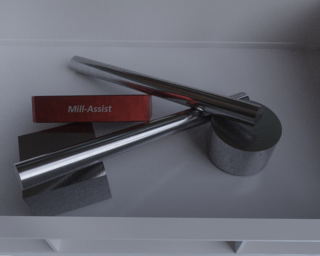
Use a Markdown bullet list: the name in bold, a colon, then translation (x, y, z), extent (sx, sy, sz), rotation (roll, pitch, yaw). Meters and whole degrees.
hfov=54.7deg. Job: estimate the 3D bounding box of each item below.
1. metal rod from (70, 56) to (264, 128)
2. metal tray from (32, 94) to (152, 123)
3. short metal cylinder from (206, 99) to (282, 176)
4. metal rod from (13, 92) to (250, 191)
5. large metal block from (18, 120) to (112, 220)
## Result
- **metal rod**: translation (-0.013, -0.057, 0.413), extent (0.300, 0.025, 0.025), rotation (21, 52, 31)
- **metal tray**: translation (-0.077, -0.026, 0.385), extent (0.131, 0.030, 0.090), rotation (-1, 6, 1)
- **short metal cylinder**: translation (0.100, 0.011, 0.378), extent (0.081, 0.050, 0.080), rotation (0, 50, 0)
- **metal rod**: translation (-0.004, 0.002, 0.353), extent (0.302, 0.025, 0.025), rotation (-19, 52, -33)
- **large metal block**: translation (-0.105, 0.044, 0.345), extent (0.081, 0.050, 0.080), rotation (-15, 52, -13)
